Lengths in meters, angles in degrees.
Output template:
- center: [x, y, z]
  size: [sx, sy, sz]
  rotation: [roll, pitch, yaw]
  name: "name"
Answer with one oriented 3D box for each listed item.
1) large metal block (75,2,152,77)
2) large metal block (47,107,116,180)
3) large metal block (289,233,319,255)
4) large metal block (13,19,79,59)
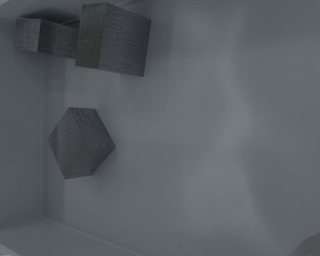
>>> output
- center: [-0.062, -0.117, 0.423]
  size: [0.050, 0.081, 0.079]
  rotation: [15, 99, 39]
  name: "large metal block"
- center: [-0.128, 0.024, 0.496]
  size: [0.080, 0.050, 0.080]
  rotation: [-47, 62, 30]
  name: "large metal block"
- center: [0.151, 0.128, 0.247]
  size: [0.050, 0.081, 0.080]
  rotation: [-44, 64, 31]
  name: "large metal block"
- center: [-0.188, -0.150, 0.527]
  size: [0.080, 0.081, 0.050]
  rotation: [16, 101, 39]
  name: "large metal block"
